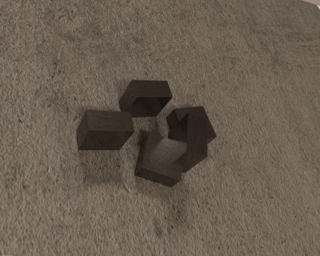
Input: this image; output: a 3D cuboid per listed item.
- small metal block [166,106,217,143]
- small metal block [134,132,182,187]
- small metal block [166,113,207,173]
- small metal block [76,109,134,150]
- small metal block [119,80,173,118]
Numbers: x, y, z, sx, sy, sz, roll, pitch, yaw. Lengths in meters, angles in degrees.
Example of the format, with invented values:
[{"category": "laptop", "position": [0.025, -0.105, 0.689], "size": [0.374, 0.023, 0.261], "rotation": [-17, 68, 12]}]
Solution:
[{"category": "small metal block", "position": [0.043, -0.001, 0.430], "size": [0.050, 0.025, 0.050], "rotation": [-8, 66, -32]}, {"category": "small metal block", "position": [0.000, 0.039, 0.382], "size": [0.050, 0.025, 0.050], "rotation": [21, 54, -16]}, {"category": "small metal block", "position": [0.031, 0.018, 0.363], "size": [0.025, 0.050, 0.050], "rotation": [18, 55, -19]}, {"category": "small metal block", "position": [-0.063, 0.004, 0.352], "size": [0.050, 0.050, 0.025], "rotation": [2, 61, -28]}, {"category": "small metal block", "position": [-0.020, -0.037, 0.401], "size": [0.050, 0.050, 0.025], "rotation": [-4, 64, -30]}]
